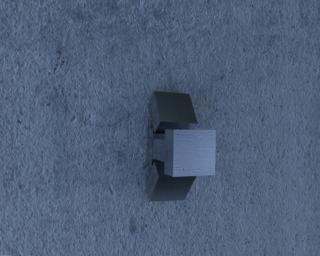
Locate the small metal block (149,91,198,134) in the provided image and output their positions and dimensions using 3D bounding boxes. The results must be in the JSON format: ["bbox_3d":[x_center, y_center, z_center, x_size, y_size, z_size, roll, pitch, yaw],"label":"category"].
[{"bbox_3d":[0.016,-0.020,0.405,0.050,0.025,0.050,3,53,-20],"label":"small metal block"}]

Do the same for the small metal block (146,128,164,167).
[{"bbox_3d":[0.010,0.026,0.416,0.050,0.025,0.050,3,89,-21],"label":"small metal block"}]

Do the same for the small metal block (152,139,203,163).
[{"bbox_3d":[0.023,0.027,0.379,0.050,0.050,0.025,3,89,-20],"label":"small metal block"}]

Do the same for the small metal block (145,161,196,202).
[{"bbox_3d":[0.013,0.069,0.403,0.050,0.025,0.050,2,130,-20],"label":"small metal block"}]

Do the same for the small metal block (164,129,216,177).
[{"bbox_3d":[0.033,0.027,0.344,0.050,0.025,0.050,1,90,-21],"label":"small metal block"}]
